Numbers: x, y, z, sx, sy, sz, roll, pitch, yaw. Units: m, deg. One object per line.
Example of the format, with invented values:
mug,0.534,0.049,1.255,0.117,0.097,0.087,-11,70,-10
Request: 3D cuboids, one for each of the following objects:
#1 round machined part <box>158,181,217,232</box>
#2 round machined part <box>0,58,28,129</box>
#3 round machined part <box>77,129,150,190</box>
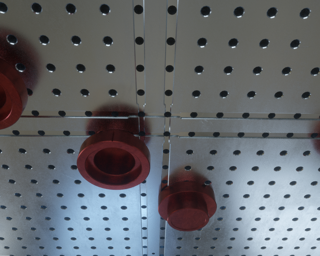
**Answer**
round machined part,0.046,0.137,0.518,0.099,0.042,0.097,-1,130,0
round machined part,-0.203,-0.047,0.357,0.099,0.042,0.097,-1,130,0
round machined part,-0.062,0.040,0.433,0.099,0.042,0.097,0,130,0
